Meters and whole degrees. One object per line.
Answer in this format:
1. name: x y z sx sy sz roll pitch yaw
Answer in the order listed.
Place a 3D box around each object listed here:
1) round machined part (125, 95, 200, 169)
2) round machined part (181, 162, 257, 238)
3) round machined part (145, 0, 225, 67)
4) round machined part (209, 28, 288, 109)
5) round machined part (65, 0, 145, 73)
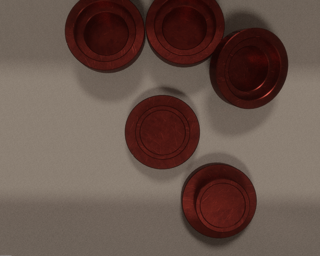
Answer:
1. round machined part: 0.003 0.006 0.403 0.099 0.042 0.097 0 90 -1
2. round machined part: 0.078 0.096 0.404 0.099 0.042 0.097 0 90 -1
3. round machined part: 0.031 -0.127 0.403 0.099 0.042 0.097 0 90 -1
4. round machined part: 0.108 -0.076 0.394 0.099 0.042 0.097 -4 105 -15
5. round machined part: -0.068 -0.120 0.402 0.099 0.042 0.097 0 90 -1
